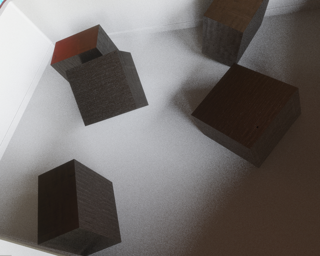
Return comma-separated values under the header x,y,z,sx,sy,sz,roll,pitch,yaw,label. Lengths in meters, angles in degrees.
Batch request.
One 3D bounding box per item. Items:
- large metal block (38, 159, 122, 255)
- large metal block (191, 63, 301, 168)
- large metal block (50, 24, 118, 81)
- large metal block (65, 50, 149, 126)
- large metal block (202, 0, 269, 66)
x,y,z,sx,sy,sz,roll,pitch,yaw,label
-0.093,0.094,0.359,0.050,0.080,0.080,-25,53,12,large metal block
0.097,-0.016,0.348,0.080,0.050,0.080,34,81,38,large metal block
-0.109,-0.104,0.489,0.080,0.080,0.050,-15,54,19,large metal block
-0.073,-0.055,0.435,0.080,0.050,0.080,-18,94,17,large metal block
0.096,-0.137,0.395,0.050,0.080,0.080,29,77,14,large metal block
